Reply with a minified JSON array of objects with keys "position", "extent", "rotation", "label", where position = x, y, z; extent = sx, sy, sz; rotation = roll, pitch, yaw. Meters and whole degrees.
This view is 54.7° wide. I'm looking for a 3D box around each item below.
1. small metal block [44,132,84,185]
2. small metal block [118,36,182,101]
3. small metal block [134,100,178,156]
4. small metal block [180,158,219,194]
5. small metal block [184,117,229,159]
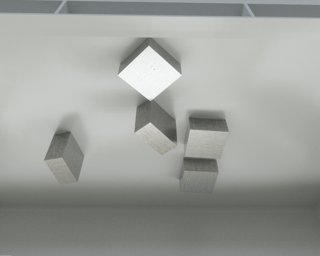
[{"position":[-0.130,0.042,0.427],"extent":[0.025,0.050,0.050],"rotation":[-10,130,8],"label":"small metal block"},{"position":[-0.011,-0.066,0.352],"extent":[0.050,0.025,0.050],"rotation":[37,121,-27],"label":"small metal block"},{"position":[-0.004,-0.002,0.391],"extent":[0.025,0.050,0.050],"rotation":[-33,123,25],"label":"small metal block"},{"position":[0.058,0.073,0.472],"extent":[0.050,0.025,0.050],"rotation":[3,130,-3],"label":"small metal block"},{"position":[0.061,0.014,0.422],"extent":[0.050,0.025,0.050],"rotation":[4,130,-4],"label":"small metal block"}]
